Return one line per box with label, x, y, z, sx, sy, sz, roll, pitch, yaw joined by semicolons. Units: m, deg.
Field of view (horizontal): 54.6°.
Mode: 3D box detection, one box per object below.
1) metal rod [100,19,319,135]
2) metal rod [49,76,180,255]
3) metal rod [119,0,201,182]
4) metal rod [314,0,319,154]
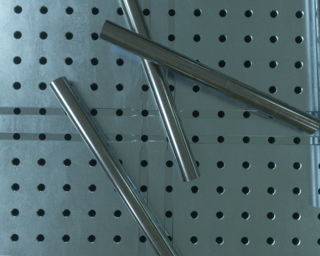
metal rod;0.068;-0.062;0.397;0.301;0.025;0.025;23;90;-7
metal rod;-0.056;0.065;0.413;0.025;0.025;0.299;-32;90;0
metal rod;-0.007;-0.074;0.413;0.025;0.025;0.299;-19;90;0
metal rod;0.225;-0.039;0.414;0.025;0.025;0.298;-2;90;0
